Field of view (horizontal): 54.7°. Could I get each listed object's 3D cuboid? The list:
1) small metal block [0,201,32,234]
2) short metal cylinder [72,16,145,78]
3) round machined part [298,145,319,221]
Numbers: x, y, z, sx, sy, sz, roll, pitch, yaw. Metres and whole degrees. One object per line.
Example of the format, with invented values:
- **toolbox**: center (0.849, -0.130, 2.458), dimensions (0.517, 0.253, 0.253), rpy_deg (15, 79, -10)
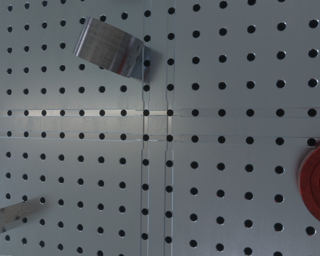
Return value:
- **small metal block**: center (-0.241, 0.144, 0.484), dimensions (0.050, 0.050, 0.025), rpy_deg (-36, 79, 16)
- **short metal cylinder**: center (-0.067, -0.105, 0.407), dimensions (0.080, 0.080, 0.050), rpy_deg (27, 99, 18)
- **round machined part**: center (0.201, 0.058, 0.332), dimensions (0.098, 0.042, 0.097), rpy_deg (0, 90, 20)
